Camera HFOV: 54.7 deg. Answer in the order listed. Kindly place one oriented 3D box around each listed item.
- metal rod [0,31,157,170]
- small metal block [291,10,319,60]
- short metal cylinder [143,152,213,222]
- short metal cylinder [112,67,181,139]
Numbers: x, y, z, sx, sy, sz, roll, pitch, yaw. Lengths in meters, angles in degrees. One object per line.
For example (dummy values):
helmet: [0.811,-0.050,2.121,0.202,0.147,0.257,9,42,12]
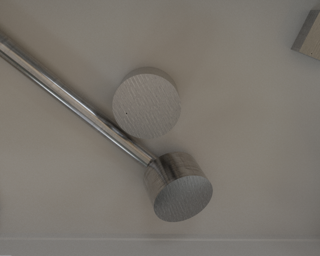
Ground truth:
metal rod: [-0.118,-0.040,0.394,0.300,0.025,0.025,40,105,-14]
small metal block: [0.197,-0.109,0.374,0.050,0.025,0.050,19,109,-8]
short metal cylinder: [0.023,0.078,0.413,0.081,0.050,0.079,-10,125,-15]
short metal cylinder: [-0.016,-0.033,0.386,0.081,0.050,0.079,0,110,-1]
